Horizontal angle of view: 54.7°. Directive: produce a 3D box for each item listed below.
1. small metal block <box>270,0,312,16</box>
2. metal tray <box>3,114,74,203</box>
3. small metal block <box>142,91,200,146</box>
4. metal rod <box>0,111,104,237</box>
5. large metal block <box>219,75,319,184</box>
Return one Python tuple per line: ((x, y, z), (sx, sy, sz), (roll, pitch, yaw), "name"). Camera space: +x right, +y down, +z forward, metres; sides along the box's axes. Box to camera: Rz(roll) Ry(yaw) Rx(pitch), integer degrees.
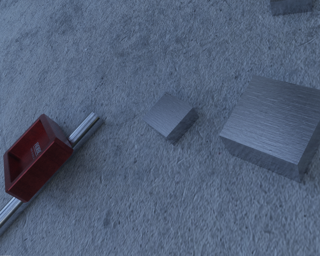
((0.181, -0.183, 0.421), (0.050, 0.025, 0.050), (2, 63, 29), "small metal block")
((-0.178, 0.036, 0.441), (0.090, 0.030, 0.130), (-48, 32, -6), "metal tray")
((0.014, -0.013, 0.404), (0.050, 0.025, 0.050), (-48, 52, -6), "small metal block")
((-0.191, 0.095, 0.443), (0.300, 0.025, 0.025), (-49, 52, -7), "metal rod")
((0.122, -0.001, 0.324), (0.080, 0.050, 0.080), (23, 74, 36), "large metal block")
